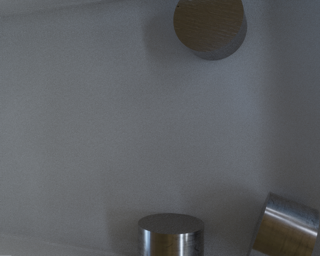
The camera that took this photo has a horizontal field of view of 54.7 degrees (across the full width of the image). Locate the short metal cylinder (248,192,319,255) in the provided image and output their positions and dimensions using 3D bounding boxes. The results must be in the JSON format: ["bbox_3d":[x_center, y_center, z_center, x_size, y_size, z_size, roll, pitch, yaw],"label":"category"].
[{"bbox_3d":[0.131,0.116,0.335,0.050,0.080,0.080,19,97,19],"label":"short metal cylinder"}]

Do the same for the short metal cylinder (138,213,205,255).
[{"bbox_3d":[0.013,0.140,0.377,0.080,0.080,0.050,1,91,20],"label":"short metal cylinder"}]

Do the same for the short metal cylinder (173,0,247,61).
[{"bbox_3d":[0.062,-0.127,0.375,0.080,0.050,0.080,0,90,20],"label":"short metal cylinder"}]
